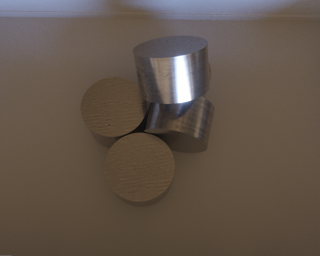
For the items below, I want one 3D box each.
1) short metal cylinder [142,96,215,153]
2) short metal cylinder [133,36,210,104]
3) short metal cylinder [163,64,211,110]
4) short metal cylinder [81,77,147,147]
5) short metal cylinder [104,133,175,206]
[{"bbox_3d":[0.023,-0.006,0.382,0.080,0.080,0.050,13,71,4],"label":"short metal cylinder"},{"bbox_3d":[0.014,-0.067,0.345,0.080,0.050,0.080,-6,30,4],"label":"short metal cylinder"},{"bbox_3d":[0.025,-0.063,0.418,0.081,0.050,0.080,0,70,0],"label":"short metal cylinder"},{"bbox_3d":[-0.056,-0.019,0.400,0.081,0.050,0.080,0,70,0],"label":"short metal cylinder"},{"bbox_3d":[-0.023,0.051,0.375,0.081,0.050,0.080,0,70,0],"label":"short metal cylinder"}]
